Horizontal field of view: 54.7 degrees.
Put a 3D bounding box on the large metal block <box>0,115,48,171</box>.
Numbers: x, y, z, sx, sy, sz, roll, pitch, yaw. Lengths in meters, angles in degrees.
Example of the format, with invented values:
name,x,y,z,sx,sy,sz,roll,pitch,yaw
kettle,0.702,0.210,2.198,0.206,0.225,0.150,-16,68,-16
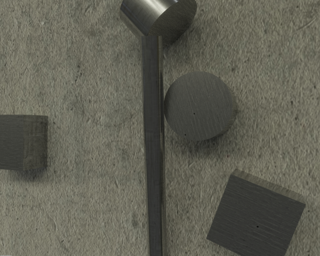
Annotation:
name,x,y,z,sx,sy,sz,roll,pitch,yaw
large metal block,-0.222,0.020,0.474,0.080,0.050,0.080,1,90,20

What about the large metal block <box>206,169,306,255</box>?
name,x,y,z,sx,sy,sz,roll,pitch,yaw
large metal block,0.109,0.102,0.357,0.080,0.050,0.080,21,97,18

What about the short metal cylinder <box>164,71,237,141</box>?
name,x,y,z,sx,sy,sz,roll,pitch,yaw
short metal cylinder,0.051,-0.025,0.378,0.080,0.050,0.080,0,90,20

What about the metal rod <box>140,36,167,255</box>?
name,x,y,z,sx,sy,sz,roll,pitch,yaw
metal rod,-0.006,0.043,0.377,0.025,0.025,0.298,3,104,20

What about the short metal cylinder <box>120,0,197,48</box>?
name,x,y,z,sx,sy,sz,roll,pitch,yaw
short metal cylinder,-0.002,-0.141,0.380,0.080,0.080,0.050,-43,77,15
